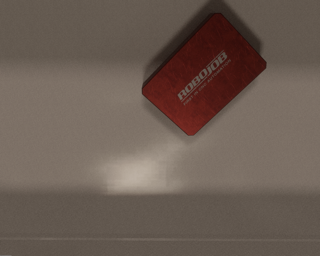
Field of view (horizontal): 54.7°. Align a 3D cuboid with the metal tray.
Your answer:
[{"bbox_3d":[0.052,-0.065,0.386,0.090,0.030,0.130,42,104,-14],"label":"metal tray"}]
